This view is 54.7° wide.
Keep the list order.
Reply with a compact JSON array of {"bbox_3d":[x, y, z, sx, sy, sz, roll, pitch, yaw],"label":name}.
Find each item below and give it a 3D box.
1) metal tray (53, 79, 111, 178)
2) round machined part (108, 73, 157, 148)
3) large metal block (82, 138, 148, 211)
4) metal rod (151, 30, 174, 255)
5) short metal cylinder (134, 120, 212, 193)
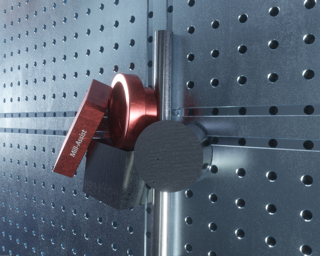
[{"bbox_3d":[-0.118,0.000,0.471,0.129,0.030,0.090,-59,18,23],"label":"metal tray"},{"bbox_3d":[-0.036,-0.022,0.412,0.098,0.042,0.097,-178,90,-65],"label":"round machined part"},{"bbox_3d":[-0.062,0.062,0.444,0.080,0.050,0.079,14,99,39],"label":"large metal block"},{"bbox_3d":[0.003,0.024,0.408,0.025,0.025,0.298,1,91,40],"label":"metal rod"},{"bbox_3d":[0.016,0.031,0.363,0.080,0.050,0.079,0,90,20],"label":"short metal cylinder"}]
